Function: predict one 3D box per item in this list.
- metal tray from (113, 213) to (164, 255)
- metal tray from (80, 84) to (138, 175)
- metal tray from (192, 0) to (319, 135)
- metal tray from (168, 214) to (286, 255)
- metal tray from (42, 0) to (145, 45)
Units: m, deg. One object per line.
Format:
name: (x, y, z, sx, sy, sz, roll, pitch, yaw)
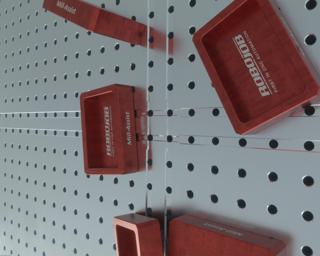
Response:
metal tray: (-0.026, 0.184, 0.408, 0.090, 0.030, 0.129, -18, 78, 61)
metal tray: (-0.080, 0.005, 0.473, 0.090, 0.030, 0.129, -8, 85, 40)
metal tray: (0.098, -0.068, 0.325, 0.090, 0.030, 0.130, -33, 69, 35)
metal tray: (0.069, 0.159, 0.350, 0.130, 0.030, 0.090, 4, 93, 40)
metal tray: (-0.096, -0.161, 0.447, 0.130, 0.091, 0.030, 34, 111, 35)
